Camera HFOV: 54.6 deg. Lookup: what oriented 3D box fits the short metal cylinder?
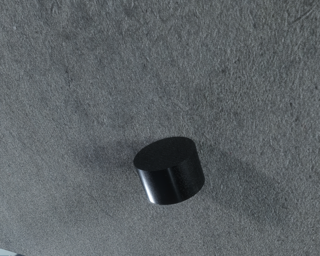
[{"bbox_3d":[0.012,0.053,0.398,0.080,0.080,0.050,-4,116,30],"label":"short metal cylinder"}]
